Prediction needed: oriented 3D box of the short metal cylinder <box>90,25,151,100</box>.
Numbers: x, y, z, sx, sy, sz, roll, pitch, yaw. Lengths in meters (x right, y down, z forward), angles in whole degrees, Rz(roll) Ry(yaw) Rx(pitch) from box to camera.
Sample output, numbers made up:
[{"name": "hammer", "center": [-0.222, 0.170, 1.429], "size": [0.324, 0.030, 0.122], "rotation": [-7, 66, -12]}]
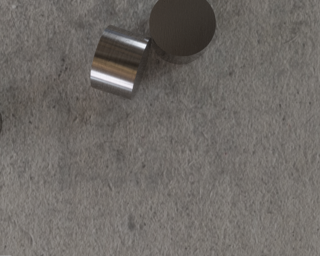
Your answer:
[{"name": "short metal cylinder", "center": [-0.047, -0.080, 0.382], "size": [0.050, 0.080, 0.080], "rotation": [18, 90, -1]}]

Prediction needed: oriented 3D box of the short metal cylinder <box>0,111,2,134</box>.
[{"name": "short metal cylinder", "center": [-0.254, -0.007, 0.394], "size": [0.081, 0.050, 0.079], "rotation": [0, 90, -1]}]

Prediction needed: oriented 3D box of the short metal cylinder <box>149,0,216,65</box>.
[{"name": "short metal cylinder", "center": [0.027, -0.126, 0.398], "size": [0.081, 0.050, 0.079], "rotation": [0, 90, -1]}]
